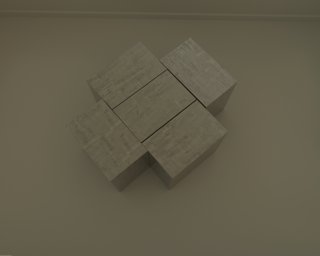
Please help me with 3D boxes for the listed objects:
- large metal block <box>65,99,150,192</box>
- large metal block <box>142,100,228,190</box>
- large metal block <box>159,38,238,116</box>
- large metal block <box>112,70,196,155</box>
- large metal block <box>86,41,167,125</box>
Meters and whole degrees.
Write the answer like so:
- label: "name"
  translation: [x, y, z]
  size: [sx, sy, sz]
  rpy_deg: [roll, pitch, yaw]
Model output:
- label: "large metal block"
  translation: [-0.058, 0.024, 0.370]
  size: [0.050, 0.080, 0.080]
  rpy_deg: [-39, 75, -13]
- label: "large metal block"
  translation: [0.027, 0.024, 0.372]
  size: [0.080, 0.080, 0.050]
  rpy_deg: [-38, 75, -13]
- label: "large metal block"
  translation: [0.044, -0.054, 0.400]
  size: [0.050, 0.080, 0.080]
  rpy_deg: [-39, 75, -13]
- label: "large metal block"
  translation: [-0.006, -0.013, 0.384]
  size: [0.080, 0.080, 0.050]
  rpy_deg: [-38, 75, -13]
- label: "large metal block"
  translation: [-0.039, -0.049, 0.397]
  size: [0.080, 0.080, 0.050]
  rpy_deg: [-38, 75, -13]
